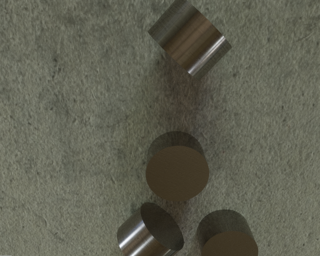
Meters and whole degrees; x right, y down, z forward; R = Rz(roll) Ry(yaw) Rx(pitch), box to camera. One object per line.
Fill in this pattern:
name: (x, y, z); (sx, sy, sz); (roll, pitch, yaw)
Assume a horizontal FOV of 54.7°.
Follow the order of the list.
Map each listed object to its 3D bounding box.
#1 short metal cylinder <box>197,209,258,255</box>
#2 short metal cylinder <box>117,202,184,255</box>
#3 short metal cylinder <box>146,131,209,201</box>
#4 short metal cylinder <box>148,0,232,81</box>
short metal cylinder: (0.099, 0.170, 0.461); (0.081, 0.050, 0.079); (0, 110, -1)
short metal cylinder: (-0.013, 0.153, 0.437); (0.080, 0.080, 0.050); (39, 105, -14)
short metal cylinder: (0.022, 0.050, 0.415); (0.081, 0.050, 0.079); (0, 110, -1)
short metal cylinder: (0.033, -0.099, 0.345); (0.080, 0.080, 0.050); (41, 105, -14)
